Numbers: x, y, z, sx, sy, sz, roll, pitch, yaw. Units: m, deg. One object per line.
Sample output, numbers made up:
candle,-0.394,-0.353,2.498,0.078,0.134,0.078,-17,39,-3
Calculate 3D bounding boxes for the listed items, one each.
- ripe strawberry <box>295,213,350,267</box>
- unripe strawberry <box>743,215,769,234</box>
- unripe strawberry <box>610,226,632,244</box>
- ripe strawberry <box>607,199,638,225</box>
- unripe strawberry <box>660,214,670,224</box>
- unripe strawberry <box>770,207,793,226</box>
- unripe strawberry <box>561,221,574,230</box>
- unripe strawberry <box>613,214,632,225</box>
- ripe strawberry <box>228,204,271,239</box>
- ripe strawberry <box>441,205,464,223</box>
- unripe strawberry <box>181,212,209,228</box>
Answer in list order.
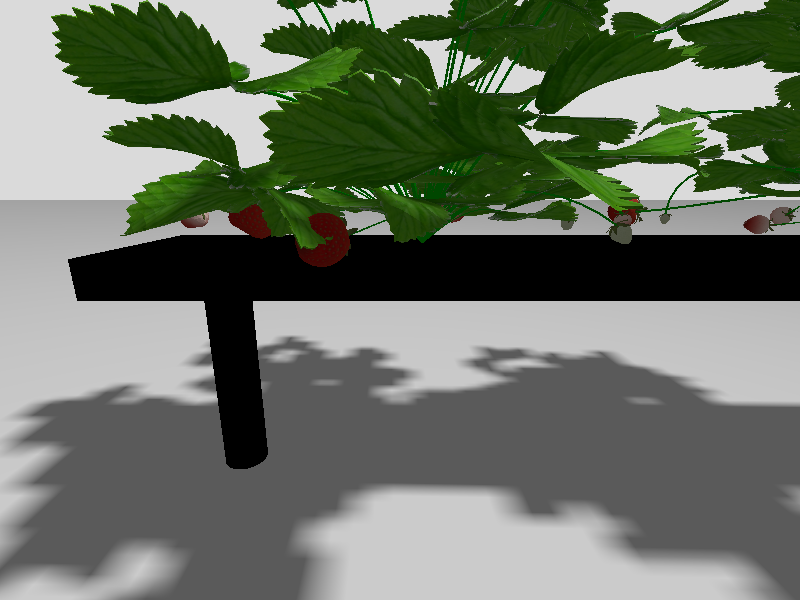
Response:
ripe strawberry,-0.048,-0.035,0.240,0.031,0.033,0.034,9,19,31
unripe strawberry,0.361,-0.076,0.406,0.019,0.019,0.021,8,17,29
unripe strawberry,0.187,-0.055,0.336,0.016,0.018,0.018,-40,9,13
ripe strawberry,0.281,-0.112,0.504,0.034,0.036,0.031,12,20,40
unripe strawberry,0.302,-0.092,0.457,0.010,0.011,0.011,10,19,33
unripe strawberry,0.490,-0.108,0.517,0.022,0.024,0.024,2,2,6
unripe strawberry,0.188,-0.086,0.451,0.013,0.014,0.015,-10,18,-31
unripe strawberry,0.252,-0.087,0.453,0.019,0.020,0.018,-27,24,-17
ripe strawberry,-0.134,-0.077,0.366,0.041,0.041,0.046,2,16,8
ripe strawberry,0.072,-0.123,0.547,0.038,0.034,0.035,4,15,14
unripe strawberry,-0.232,-0.093,0.452,0.028,0.027,0.031,-35,-2,28
